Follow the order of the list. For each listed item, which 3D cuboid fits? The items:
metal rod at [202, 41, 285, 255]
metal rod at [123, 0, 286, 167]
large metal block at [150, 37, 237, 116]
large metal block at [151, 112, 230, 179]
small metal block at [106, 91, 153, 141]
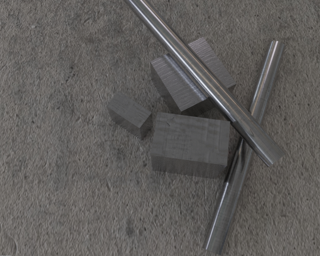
[{"bbox_3d":[0.115,0.012,0.404,0.025,0.025,0.300,20,71,7],"label":"metal rod"},{"bbox_3d":[0.041,-0.078,0.383,0.025,0.025,0.300,-35,74,-12],"label":"metal rod"},{"bbox_3d":[0.042,-0.062,0.418,0.080,0.050,0.080,-27,72,-10],"label":"large metal block"},{"bbox_3d":[0.034,0.024,0.371,0.080,0.080,0.050,8,70,3],"label":"large metal block"},{"bbox_3d":[-0.038,-0.014,0.400,0.050,0.050,0.025,33,74,11],"label":"small metal block"}]
